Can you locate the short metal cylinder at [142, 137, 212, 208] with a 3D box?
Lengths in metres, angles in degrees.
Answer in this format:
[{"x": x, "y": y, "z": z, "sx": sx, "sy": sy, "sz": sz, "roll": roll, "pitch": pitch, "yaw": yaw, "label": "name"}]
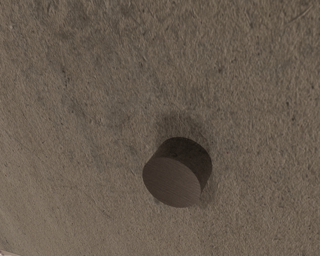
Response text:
[{"x": 0.024, "y": 0.059, "z": 0.413, "sx": 0.080, "sy": 0.050, "sz": 0.079, "roll": 13, "pitch": 124, "yaw": 20, "label": "short metal cylinder"}]
